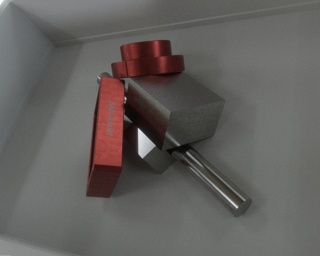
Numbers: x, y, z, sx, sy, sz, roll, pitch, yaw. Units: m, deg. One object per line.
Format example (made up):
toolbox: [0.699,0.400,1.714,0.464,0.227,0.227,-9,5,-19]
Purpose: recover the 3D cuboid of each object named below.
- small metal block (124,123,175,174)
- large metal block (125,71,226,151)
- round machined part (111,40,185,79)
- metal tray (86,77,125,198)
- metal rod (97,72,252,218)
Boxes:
small metal block: [-0.014,0.023,0.379,0.025,0.050,0.050,-44,51,-2]
large metal block: [0.015,-0.024,0.368,0.081,0.050,0.080,-14,41,-35]
round machined part: [-0.017,-0.093,0.419,0.098,0.099,0.042,-2,102,27]
metal tray: [-0.069,0.012,0.391,0.030,0.089,0.130,7,56,-15]
metal rod: [-0.003,0.001,0.403,0.025,0.025,0.300,-45,51,-3]
